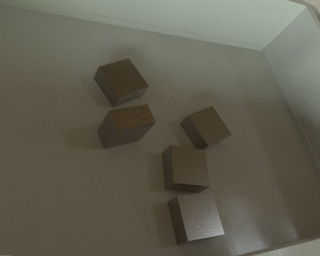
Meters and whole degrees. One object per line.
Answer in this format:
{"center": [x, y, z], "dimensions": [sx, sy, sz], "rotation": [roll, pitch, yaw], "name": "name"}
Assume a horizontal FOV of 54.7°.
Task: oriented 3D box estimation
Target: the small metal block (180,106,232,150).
{"center": [0.065, 0.001, 0.442], "dimensions": [0.050, 0.025, 0.050], "rotation": [-22, 74, -36], "name": "small metal block"}

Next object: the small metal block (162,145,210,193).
{"center": [0.032, 0.052, 0.393], "dimensions": [0.050, 0.025, 0.050], "rotation": [10, 57, -23], "name": "small metal block"}

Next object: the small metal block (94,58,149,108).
{"center": [-0.052, -0.061, 0.416], "dimensions": [0.050, 0.025, 0.050], "rotation": [-27, 77, -37], "name": "small metal block"}

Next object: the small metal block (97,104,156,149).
{"center": [-0.041, -0.001, 0.370], "dimensions": [0.050, 0.050, 0.025], "rotation": [-13, 69, -34], "name": "small metal block"}

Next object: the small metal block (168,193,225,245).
{"center": [0.042, 0.106, 0.365], "dimensions": [0.050, 0.025, 0.050], "rotation": [1, 61, -28], "name": "small metal block"}
